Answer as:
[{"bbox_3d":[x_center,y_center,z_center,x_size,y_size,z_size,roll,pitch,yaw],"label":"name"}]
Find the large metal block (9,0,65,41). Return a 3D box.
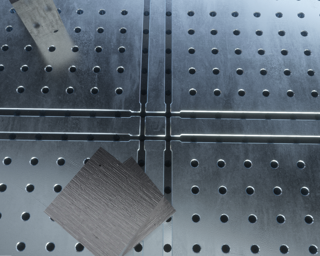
[{"bbox_3d":[-0.191,-0.189,0.449,0.050,0.080,0.080,-32,73,-11],"label":"large metal block"}]

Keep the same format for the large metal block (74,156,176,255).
[{"bbox_3d":[-0.039,0.094,0.364,0.080,0.050,0.080,-37,75,-13],"label":"large metal block"}]

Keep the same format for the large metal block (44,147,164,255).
[{"bbox_3d":[-0.052,0.080,0.316,0.080,0.050,0.080,36,74,12],"label":"large metal block"}]
